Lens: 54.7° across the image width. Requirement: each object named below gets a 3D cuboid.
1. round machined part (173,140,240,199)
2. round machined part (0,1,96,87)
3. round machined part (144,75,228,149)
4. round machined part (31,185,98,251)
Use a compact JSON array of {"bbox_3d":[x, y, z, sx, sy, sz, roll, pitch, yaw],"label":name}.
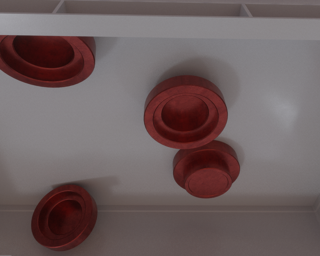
[{"bbox_3d":[0.069,0.067,0.456,0.099,0.042,0.097,-1,130,0],"label":"round machined part"},{"bbox_3d":[-0.114,-0.085,0.309,0.099,0.042,0.098,-3,153,-1],"label":"round machined part"},{"bbox_3d":[0.030,-0.023,0.379,0.099,0.042,0.097,-1,130,0],"label":"round machined part"},{"bbox_3d":[-0.143,0.141,0.482,0.098,0.098,0.042,-10,142,8],"label":"round machined part"}]
